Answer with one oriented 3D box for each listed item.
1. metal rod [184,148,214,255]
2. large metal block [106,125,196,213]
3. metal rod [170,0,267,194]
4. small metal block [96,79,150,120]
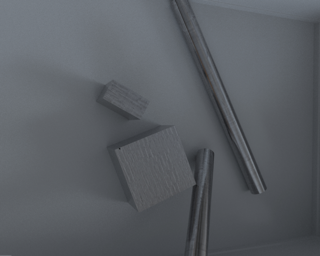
[{"bbox_3d":[0.038,0.140,0.333,0.025,0.025,0.300,33,42,-17],"label":"metal rod"},{"bbox_3d":[-0.012,0.048,0.394,0.081,0.050,0.080,-22,98,-19],"label":"large metal block"},{"bbox_3d":[0.087,-0.040,0.444,0.025,0.025,0.299,-28,100,-18],"label":"metal rod"},{"bbox_3d":[-0.047,-0.033,0.381,0.050,0.050,0.025,30,80,-18],"label":"small metal block"}]
